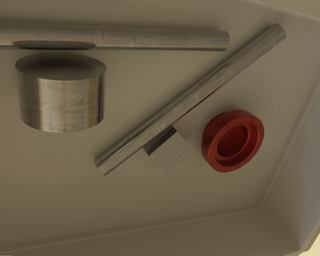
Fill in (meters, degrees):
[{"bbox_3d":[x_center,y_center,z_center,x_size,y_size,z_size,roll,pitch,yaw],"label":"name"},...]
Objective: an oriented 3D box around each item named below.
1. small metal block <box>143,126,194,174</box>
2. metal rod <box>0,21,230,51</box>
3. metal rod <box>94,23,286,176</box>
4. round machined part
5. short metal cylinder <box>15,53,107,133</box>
[{"bbox_3d":[0.012,0.029,0.435,0.050,0.025,0.050,-41,130,0],"label":"small metal block"},{"bbox_3d":[-0.056,-0.093,0.321,0.303,0.025,0.025,-6,121,-26],"label":"metal rod"},{"bbox_3d":[0.042,-0.039,0.408,0.301,0.025,0.025,-37,130,-4],"label":"metal rod"},{"bbox_3d":[0.104,0.015,0.466,0.099,0.042,0.097,-14,125,-21],"label":"round machined part"},{"bbox_3d":[-0.094,-0.037,0.300,0.081,0.080,0.050,-7,122,-26],"label":"short metal cylinder"}]
